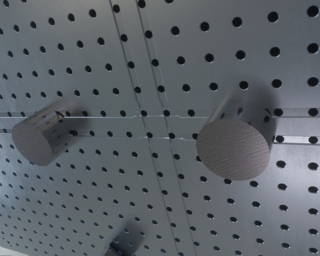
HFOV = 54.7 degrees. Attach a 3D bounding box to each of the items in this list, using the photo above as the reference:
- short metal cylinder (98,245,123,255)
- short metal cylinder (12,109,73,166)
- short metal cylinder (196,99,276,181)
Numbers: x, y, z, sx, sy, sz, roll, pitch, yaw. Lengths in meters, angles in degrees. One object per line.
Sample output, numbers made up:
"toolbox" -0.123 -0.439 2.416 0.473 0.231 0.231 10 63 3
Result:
"short metal cylinder" -0.106 0.278 0.604 0.050 0.080 0.080 41 129 0
"short metal cylinder" -0.191 0.015 0.505 0.080 0.050 0.079 13 124 21
"short metal cylinder" 0.088 0.013 0.357 0.080 0.050 0.079 13 124 21
